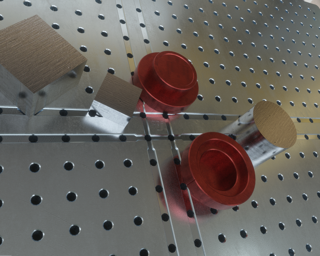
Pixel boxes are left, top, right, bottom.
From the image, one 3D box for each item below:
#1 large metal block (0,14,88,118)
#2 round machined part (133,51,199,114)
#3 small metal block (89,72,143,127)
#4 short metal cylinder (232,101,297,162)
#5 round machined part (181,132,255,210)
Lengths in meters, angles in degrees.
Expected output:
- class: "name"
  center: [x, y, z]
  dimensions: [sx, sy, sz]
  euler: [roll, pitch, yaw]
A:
- class: "large metal block"
  center: [-0.146, -0.072, 0.357]
  dimensions: [0.080, 0.050, 0.080]
  euler: [42, 51, 0]
- class: "round machined part"
  center: [0.014, -0.072, 0.449]
  dimensions: [0.099, 0.042, 0.098]
  euler: [14, 56, -21]
- class: "small metal block"
  center: [-0.056, -0.037, 0.400]
  dimensions: [0.050, 0.025, 0.050]
  euler: [26, 53, -12]
- class: "short metal cylinder"
  center: [0.159, 0.005, 0.474]
  dimensions: [0.081, 0.050, 0.080]
  euler: [14, 56, -21]
- class: "round machined part"
  center: [0.070, 0.057, 0.400]
  dimensions: [0.099, 0.042, 0.098]
  euler: [14, 56, -21]
